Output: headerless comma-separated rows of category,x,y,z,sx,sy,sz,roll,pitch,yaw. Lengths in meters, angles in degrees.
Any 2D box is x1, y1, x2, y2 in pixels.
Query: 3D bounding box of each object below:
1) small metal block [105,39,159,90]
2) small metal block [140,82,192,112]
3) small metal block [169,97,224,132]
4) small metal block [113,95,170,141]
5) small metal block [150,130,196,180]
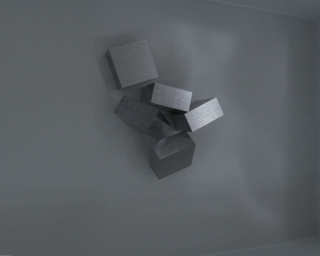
small metal block,-0.036,-0.081,0.397,0.050,0.025,0.050,-21,97,-19
small metal block,0.006,-0.037,0.399,0.050,0.050,0.025,12,86,-20
small metal block,0.048,-0.017,0.415,0.050,0.050,0.025,-28,100,-18
small metal block,-0.021,-0.011,0.378,0.050,0.050,0.025,24,80,23
small metal block,0.015,0.035,0.401,0.050,0.050,0.025,-21,55,-19
